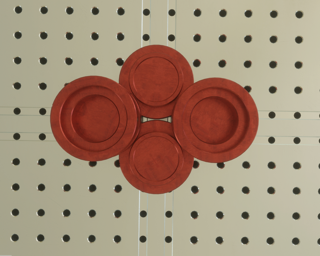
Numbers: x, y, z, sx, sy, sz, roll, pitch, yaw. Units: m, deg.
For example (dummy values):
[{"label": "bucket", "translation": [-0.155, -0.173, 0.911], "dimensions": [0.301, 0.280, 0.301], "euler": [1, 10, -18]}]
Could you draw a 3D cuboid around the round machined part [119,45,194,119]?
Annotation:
[{"label": "round machined part", "translation": [-0.005, -0.060, 0.404], "dimensions": [0.099, 0.042, 0.097], "euler": [0, 90, 0]}]

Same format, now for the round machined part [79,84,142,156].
[{"label": "round machined part", "translation": [-0.073, -0.011, 0.404], "dimensions": [0.099, 0.042, 0.097], "euler": [0, 90, 0]}]

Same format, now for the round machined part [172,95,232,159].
[{"label": "round machined part", "translation": [0.063, -0.010, 0.405], "dimensions": [0.099, 0.042, 0.097], "euler": [0, 90, 0]}]

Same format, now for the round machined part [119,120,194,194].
[{"label": "round machined part", "translation": [-0.005, 0.038, 0.404], "dimensions": [0.099, 0.042, 0.097], "euler": [0, 90, 0]}]

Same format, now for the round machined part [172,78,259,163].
[{"label": "round machined part", "translation": [0.063, -0.009, 0.373], "dimensions": [0.099, 0.042, 0.097], "euler": [0, 90, 0]}]

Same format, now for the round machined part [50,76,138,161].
[{"label": "round machined part", "translation": [-0.075, -0.011, 0.372], "dimensions": [0.099, 0.042, 0.097], "euler": [0, 90, 0]}]
